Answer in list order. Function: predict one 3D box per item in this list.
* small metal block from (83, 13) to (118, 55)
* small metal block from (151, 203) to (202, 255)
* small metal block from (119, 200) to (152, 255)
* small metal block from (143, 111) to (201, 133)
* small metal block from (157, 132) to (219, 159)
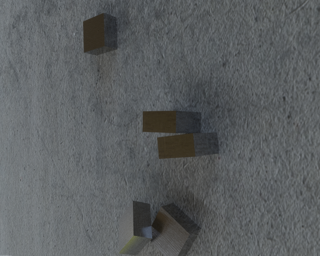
[{"bbox_3d":[-0.093,-0.145,0.482,0.050,0.025,0.050,-3,88,40],"label":"small metal block"},{"bbox_3d":[0.016,0.132,0.392,0.050,0.025,0.050,37,113,33],"label":"small metal block"},{"bbox_3d":[-0.034,0.134,0.414,0.050,0.025,0.050,-57,26,36],"label":"small metal block"},{"bbox_3d":[0.015,-0.007,0.377,0.050,0.050,0.025,2,91,40],"label":"small metal block"},{"bbox_3d":[0.033,0.020,0.361,0.050,0.050,0.025,-8,85,40],"label":"small metal block"}]
